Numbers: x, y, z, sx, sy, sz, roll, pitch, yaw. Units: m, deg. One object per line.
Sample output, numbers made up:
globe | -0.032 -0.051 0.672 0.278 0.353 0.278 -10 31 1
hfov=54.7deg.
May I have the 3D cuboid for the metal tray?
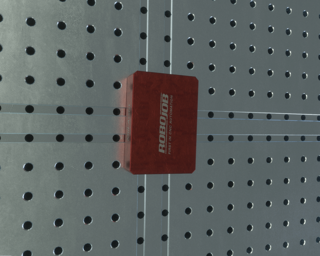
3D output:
metal tray | 0.002 -0.006 0.411 0.091 0.030 0.129 2 89 -21
